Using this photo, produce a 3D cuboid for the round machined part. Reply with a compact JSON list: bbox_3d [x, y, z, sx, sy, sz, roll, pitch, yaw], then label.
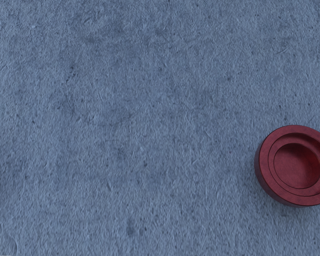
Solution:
[{"bbox_3d":[0.165,0.049,0.382,0.099,0.042,0.098,0,70,0],"label":"round machined part"}]
